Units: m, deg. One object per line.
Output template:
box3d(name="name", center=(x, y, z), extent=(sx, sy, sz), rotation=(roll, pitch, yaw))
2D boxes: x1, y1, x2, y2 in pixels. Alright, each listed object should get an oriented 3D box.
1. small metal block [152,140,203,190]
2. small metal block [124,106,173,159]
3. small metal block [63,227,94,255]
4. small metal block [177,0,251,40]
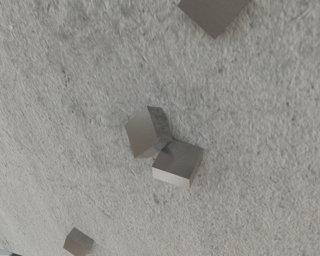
box3d(name="small metal block", center=(0.023, 0.046, 0.402), extent=(0.050, 0.050, 0.025), rotation=(16, 142, 18))
box3d(name="small metal block", center=(-0.016, 0.006, 0.402), extent=(0.050, 0.025, 0.050), rotation=(-37, 63, 38))
box3d(name="small metal block", center=(-0.169, 0.241, 0.642), extent=(0.050, 0.025, 0.050), rotation=(31, 128, 7))
box3d(name="small metal block", center=(0.054, -0.124, 0.301), extent=(0.050, 0.025, 0.050), rotation=(42, 129, -1))
